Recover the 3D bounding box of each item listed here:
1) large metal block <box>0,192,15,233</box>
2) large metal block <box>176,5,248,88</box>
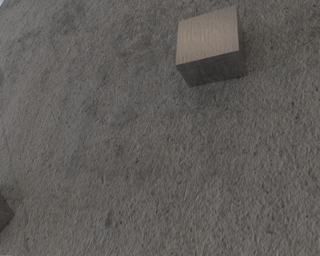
[{"bbox_3d":[-0.271,0.111,0.443,0.080,0.080,0.050,33,80,38],"label":"large metal block"},{"bbox_3d":[0.070,-0.109,0.418,0.080,0.050,0.080,-9,58,23],"label":"large metal block"}]
